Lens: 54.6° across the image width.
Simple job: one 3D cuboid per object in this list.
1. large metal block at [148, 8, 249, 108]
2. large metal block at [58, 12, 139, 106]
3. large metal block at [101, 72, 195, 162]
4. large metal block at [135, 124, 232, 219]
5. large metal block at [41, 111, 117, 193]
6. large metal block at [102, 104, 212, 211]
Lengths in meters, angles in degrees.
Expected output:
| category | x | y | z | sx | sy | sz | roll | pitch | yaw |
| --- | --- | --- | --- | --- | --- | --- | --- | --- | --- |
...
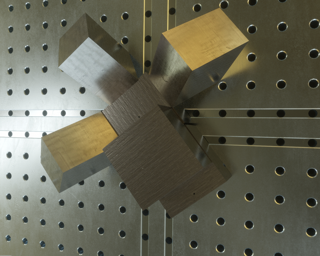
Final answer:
| category | x | y | z | sx | sy | sz | roll | pitch | yaw |
| --- | --- | --- | --- | --- | --- | --- | --- | --- | --- |
| large metal block | 0.040 | -0.077 | 0.353 | 0.080 | 0.080 | 0.050 | -31 | 77 | -23 |
| large metal block | -0.079 | -0.088 | 0.395 | 0.050 | 0.080 | 0.080 | -40 | 38 | 16 |
| large metal block | -0.015 | -0.013 | 0.405 | 0.080 | 0.050 | 0.080 | -40 | 78 | 15 |
| large metal block | 0.030 | 0.052 | 0.388 | 0.080 | 0.050 | 0.080 | -38 | 77 | 15 |
| large metal block | -0.105 | 0.033 | 0.405 | 0.050 | 0.081 | 0.080 | 54 | 148 | 13 |
| large metal block | -0.002 | 0.031 | 0.346 | 0.080 | 0.050 | 0.080 | -39 | 79 | 15 |
